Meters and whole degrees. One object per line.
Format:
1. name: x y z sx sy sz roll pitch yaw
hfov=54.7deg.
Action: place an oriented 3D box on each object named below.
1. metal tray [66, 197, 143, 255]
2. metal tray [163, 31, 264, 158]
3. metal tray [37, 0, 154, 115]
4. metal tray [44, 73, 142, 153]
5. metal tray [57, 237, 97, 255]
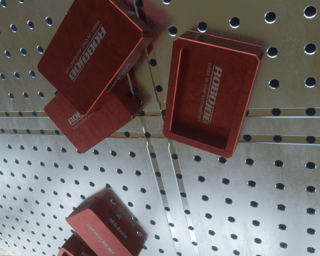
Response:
1. metal tray: -0.105 0.199 0.584 0.090 0.030 0.130 -32 101 38
2. metal tray: 0.056 -0.036 0.355 0.090 0.030 0.129 18 126 17
3. metal tray: -0.080 -0.090 0.367 0.090 0.030 0.129 45 116 6
4. metal tray: -0.098 -0.027 0.441 0.130 0.030 0.090 -31 101 37
5. metal tray: -0.164 0.306 0.680 0.130 0.030 0.089 35 129 4
